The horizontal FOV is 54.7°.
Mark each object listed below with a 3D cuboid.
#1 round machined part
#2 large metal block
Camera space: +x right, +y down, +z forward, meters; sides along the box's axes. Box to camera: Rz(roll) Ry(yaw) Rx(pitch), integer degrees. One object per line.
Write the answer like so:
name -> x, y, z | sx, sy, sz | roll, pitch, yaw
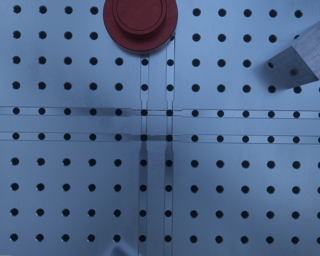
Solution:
round machined part -> -0.025, -0.149, 0.404 | 0.099, 0.042, 0.097 | 0, 90, 0
large metal block -> 0.195, -0.098, 0.387 | 0.080, 0.080, 0.050 | -38, 90, 0
